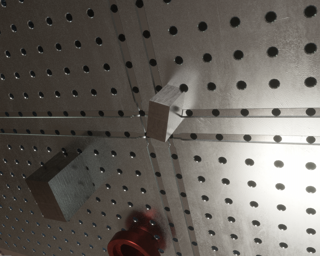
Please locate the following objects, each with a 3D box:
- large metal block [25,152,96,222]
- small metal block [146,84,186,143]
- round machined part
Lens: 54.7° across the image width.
[{"bbox_3d":[-0.163,0.096,0.518,0.050,0.080,0.080,0,118,28],"label":"large metal block"},{"bbox_3d":[0.007,-0.019,0.378,0.025,0.050,0.050,18,126,17],"label":"small metal block"},{"bbox_3d":[-0.042,0.220,0.556,0.098,0.042,0.097,13,124,20],"label":"round machined part"}]
